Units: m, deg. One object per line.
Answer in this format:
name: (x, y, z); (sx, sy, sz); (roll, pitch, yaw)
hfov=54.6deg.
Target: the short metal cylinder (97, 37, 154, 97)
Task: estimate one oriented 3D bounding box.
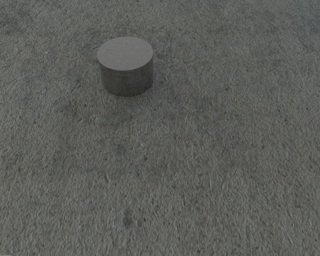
short metal cylinder: (-0.050, -0.093, 0.465); (0.080, 0.050, 0.080); (0, 50, 0)
